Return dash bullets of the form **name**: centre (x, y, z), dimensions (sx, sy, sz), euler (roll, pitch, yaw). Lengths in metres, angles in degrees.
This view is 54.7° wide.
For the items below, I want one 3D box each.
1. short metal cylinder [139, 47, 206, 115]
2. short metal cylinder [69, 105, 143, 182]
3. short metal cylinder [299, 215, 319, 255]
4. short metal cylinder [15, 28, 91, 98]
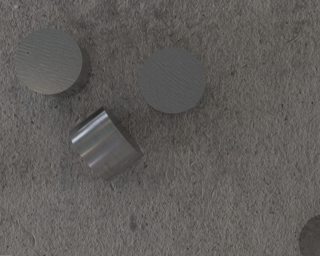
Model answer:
- **short metal cylinder**: centre (0.015, -0.057, 0.397), dimensions (0.081, 0.050, 0.080), euler (0, 90, 0)
- **short metal cylinder**: centre (-0.065, 0.019, 0.382), dimensions (0.050, 0.080, 0.080), euler (-38, 90, 0)
- **short metal cylinder**: centre (0.231, 0.157, 0.399), dimensions (0.081, 0.050, 0.080), euler (0, 90, 0)
- **short metal cylinder**: centre (-0.133, -0.080, 0.396), dimensions (0.081, 0.050, 0.080), euler (0, 90, 0)
